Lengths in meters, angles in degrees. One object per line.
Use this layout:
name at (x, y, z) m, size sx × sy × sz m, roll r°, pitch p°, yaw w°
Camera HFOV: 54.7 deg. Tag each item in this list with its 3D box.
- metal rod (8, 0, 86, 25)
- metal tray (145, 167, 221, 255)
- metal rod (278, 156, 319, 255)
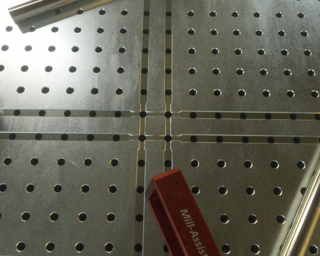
metal rod at (-0.088, -0.229, 0.494) m, size 0.302 × 0.025 × 0.025 m, roll -24°, pitch 72°, yaw -9°
metal tray at (0.026, 0.116, 0.333) m, size 0.030 × 0.090 × 0.130 m, roll -20°, pitch 71°, yaw -16°
metal rod at (0.165, 0.127, 0.367) m, size 0.025 × 0.025 × 0.300 m, roll 29°, pitch 72°, yaw 10°
